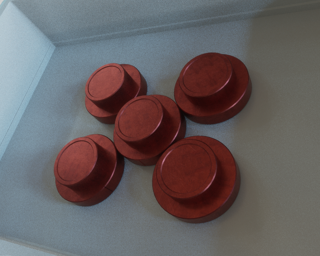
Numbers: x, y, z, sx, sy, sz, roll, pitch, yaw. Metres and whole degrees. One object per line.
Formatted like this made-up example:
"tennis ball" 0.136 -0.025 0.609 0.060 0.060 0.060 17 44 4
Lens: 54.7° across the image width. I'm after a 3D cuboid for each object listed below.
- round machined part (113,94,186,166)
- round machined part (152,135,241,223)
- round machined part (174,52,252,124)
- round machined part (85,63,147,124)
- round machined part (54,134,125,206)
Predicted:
"round machined part" -0.019 -0.003 0.403 0.098 0.042 0.098 -13 56 20
"round machined part" 0.035 0.051 0.342 0.098 0.042 0.098 -13 56 20
"round machined part" 0.063 -0.057 0.394 0.098 0.042 0.098 -13 56 20
"round machined part" -0.072 -0.058 0.465 0.098 0.042 0.098 -13 56 20
"round machined part" -0.100 0.051 0.413 0.098 0.042 0.098 -13 56 20
